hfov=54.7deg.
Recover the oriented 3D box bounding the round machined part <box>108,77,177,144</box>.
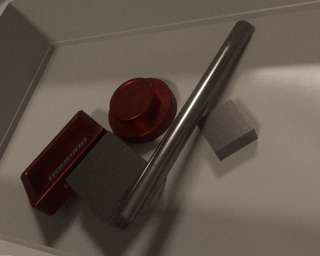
[{"bbox_3d":[-0.030,-0.031,0.428,0.098,0.042,0.098,-13,56,20],"label":"round machined part"}]

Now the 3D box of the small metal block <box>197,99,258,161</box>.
[{"bbox_3d":[0.077,0.002,0.363,0.050,0.025,0.050,-32,52,6],"label":"small metal block"}]

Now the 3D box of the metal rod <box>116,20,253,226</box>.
[{"bbox_3d":[0.042,-0.024,0.368,0.025,0.025,0.300,16,60,34],"label":"metal rod"}]

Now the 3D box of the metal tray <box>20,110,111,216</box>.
[{"bbox_3d":[-0.128,0.043,0.427,0.130,0.030,0.090,-50,38,-7],"label":"metal tray"}]

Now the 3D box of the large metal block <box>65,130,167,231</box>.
[{"bbox_3d":[-0.054,0.062,0.378,0.080,0.050,0.080,34,81,38],"label":"large metal block"}]
